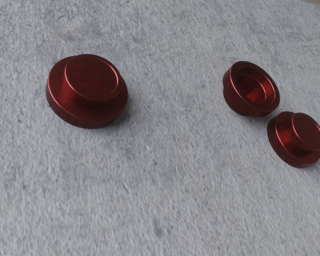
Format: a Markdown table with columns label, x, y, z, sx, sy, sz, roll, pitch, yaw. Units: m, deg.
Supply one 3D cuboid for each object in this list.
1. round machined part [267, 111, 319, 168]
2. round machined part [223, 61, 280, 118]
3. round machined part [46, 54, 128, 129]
| label | x | y | z | sx | sy | sz | roll | pitch | yaw |
| --- | --- | --- | --- | --- | --- | --- | --- | --- | --- |
| round machined part | 0.230 | 0.013 | 0.512 | 0.099 | 0.042 | 0.098 | 14 | 56 | -21 |
| round machined part | 0.144 | -0.059 | 0.509 | 0.099 | 0.042 | 0.098 | 14 | 56 | -21 |
| round machined part | -0.085 | -0.051 | 0.379 | 0.099 | 0.042 | 0.098 | 14 | 56 | -21 |
